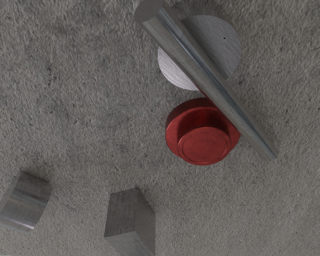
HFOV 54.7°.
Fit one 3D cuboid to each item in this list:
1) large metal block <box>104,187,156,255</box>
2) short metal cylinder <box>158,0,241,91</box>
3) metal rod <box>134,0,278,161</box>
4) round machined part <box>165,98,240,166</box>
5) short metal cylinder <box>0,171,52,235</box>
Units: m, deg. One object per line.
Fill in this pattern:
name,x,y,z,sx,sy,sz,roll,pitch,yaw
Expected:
large metal block,-0.045,0.157,0.505,0.050,0.080,0.080,-16,128,13
short metal cylinder,0.038,-0.086,0.318,0.081,0.050,0.079,0,130,0
metal rod,0.074,-0.025,0.330,0.025,0.025,0.301,-28,142,22
round machined part,0.056,0.012,0.407,0.099,0.042,0.097,0,130,0
short metal cylinder,-0.206,0.112,0.464,0.050,0.080,0.080,31,123,-24
